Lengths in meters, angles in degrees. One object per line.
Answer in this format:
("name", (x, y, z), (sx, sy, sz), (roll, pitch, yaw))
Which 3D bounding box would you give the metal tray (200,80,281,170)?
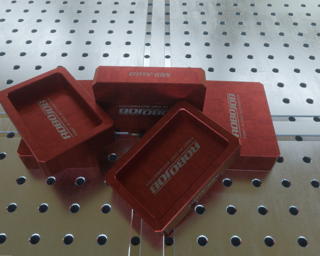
("metal tray", (0.098, -0.008, 0.411), (0.091, 0.030, 0.130), (2, 50, 1))

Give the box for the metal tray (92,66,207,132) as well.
("metal tray", (-0.012, -0.033, 0.392), (0.131, 0.089, 0.030), (1, 50, 0))

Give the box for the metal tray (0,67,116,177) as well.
("metal tray", (-0.125, -0.014, 0.373), (0.091, 0.030, 0.130), (-31, 57, -24))

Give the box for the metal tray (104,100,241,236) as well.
("metal tray", (0.015, 0.041, 0.346), (0.090, 0.030, 0.130), (39, 77, 27))

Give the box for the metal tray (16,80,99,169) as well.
("metal tray", (-0.123, -0.009, 0.411), (0.091, 0.030, 0.130), (-1, 51, -1))
